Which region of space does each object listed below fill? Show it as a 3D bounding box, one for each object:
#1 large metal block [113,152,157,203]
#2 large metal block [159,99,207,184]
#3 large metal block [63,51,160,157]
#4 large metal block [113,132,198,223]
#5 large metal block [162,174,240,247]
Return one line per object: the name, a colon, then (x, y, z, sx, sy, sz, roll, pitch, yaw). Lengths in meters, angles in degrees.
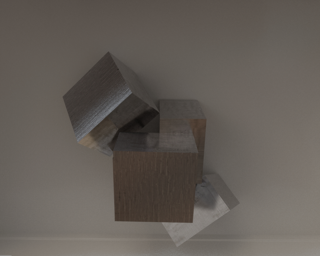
large metal block: (-0.029, 0.059, 0.402, 0.050, 0.080, 0.079, 1, 110, -1)
large metal block: (0.024, 0.014, 0.384, 0.050, 0.080, 0.079, 1, 110, -1)
large metal block: (-0.059, -0.028, 0.362, 0.080, 0.080, 0.050, -41, 140, 13)
large metal block: (-0.005, 0.051, 0.329, 0.081, 0.050, 0.079, 2, 110, -1)
large metal block: (0.053, 0.105, 0.412, 0.080, 0.080, 0.050, -39, 71, 13)
